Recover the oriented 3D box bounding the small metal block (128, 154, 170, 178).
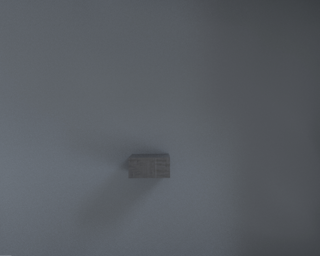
[{"bbox_3d":[-0.013,0.048,0.399,0.050,0.050,0.025,0,90,0],"label":"small metal block"}]
